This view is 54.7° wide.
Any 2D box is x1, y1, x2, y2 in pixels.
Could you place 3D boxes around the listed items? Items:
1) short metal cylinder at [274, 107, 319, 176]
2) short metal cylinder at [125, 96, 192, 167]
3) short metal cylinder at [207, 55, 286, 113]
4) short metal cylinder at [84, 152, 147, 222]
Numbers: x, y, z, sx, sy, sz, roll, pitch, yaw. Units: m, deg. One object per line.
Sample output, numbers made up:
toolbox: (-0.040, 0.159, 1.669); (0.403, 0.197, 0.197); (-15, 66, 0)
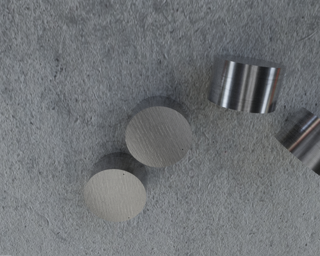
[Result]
short metal cylinder: (0.193, 0.018, 0.389); (0.080, 0.080, 0.050); (35, 106, -12)
short metal cylinder: (-0.001, 0.003, 0.398); (0.081, 0.050, 0.079); (0, 110, 0)
short metal cylinder: (0.099, -0.054, 0.361); (0.081, 0.080, 0.050); (7, 110, -3)
short metal cylinder: (-0.058, 0.080, 0.425); (0.081, 0.050, 0.079); (0, 110, 0)
